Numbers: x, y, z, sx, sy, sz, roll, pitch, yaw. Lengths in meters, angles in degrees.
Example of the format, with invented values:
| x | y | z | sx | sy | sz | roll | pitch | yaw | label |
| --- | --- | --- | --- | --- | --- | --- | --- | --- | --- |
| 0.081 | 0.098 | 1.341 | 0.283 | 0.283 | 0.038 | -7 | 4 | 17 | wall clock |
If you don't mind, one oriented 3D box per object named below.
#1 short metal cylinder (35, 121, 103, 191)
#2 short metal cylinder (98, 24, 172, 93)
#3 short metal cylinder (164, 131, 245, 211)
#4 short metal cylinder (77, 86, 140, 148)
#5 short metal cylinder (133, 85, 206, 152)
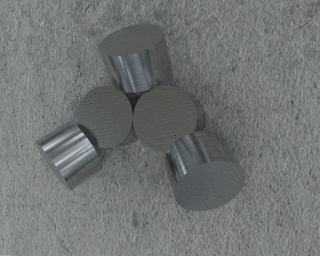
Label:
| x | y | z | sx | sy | sz | roll | pitch | yaw | label |
| --- | --- | --- | --- | --- | --- | --- | --- | --- | --- |
| -0.123 | 0.038 | 0.418 | 0.050 | 0.080 | 0.080 | -36 | 75 | -24 | short metal cylinder |
| -0.029 | -0.088 | 0.385 | 0.080 | 0.080 | 0.050 | 2 | 133 | 20 | short metal cylinder |
| 0.050 | 0.050 | 0.357 | 0.080 | 0.080 | 0.050 | -39 | 36 | 16 | short metal cylinder |
| -0.063 | -0.014 | 0.419 | 0.080 | 0.050 | 0.080 | 0 | 90 | 20 | short metal cylinder |
| 0.013 | -0.011 | 0.392 | 0.080 | 0.050 | 0.080 | 0 | 90 | 20 | short metal cylinder |
